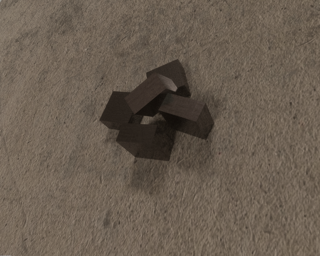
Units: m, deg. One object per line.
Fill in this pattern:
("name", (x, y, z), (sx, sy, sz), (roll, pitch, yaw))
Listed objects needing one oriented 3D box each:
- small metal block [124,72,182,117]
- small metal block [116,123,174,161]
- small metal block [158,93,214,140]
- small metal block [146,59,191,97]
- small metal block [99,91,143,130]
("small metal block", (-0.008, -0.040, 0.388), (0.050, 0.050, 0.025), (-38, 74, 19))
("small metal block", (-0.018, 0.018, 0.385), (0.050, 0.050, 0.025), (3, 64, 29))
("small metal block", (0.033, -0.014, 0.375), (0.050, 0.050, 0.025), (19, 72, 29))
("small metal block", (0.011, -0.062, 0.435), (0.050, 0.025, 0.050), (-21, 54, 15))
("small metal block", (-0.051, -0.024, 0.444), (0.050, 0.025, 0.050), (8, 65, 31))
